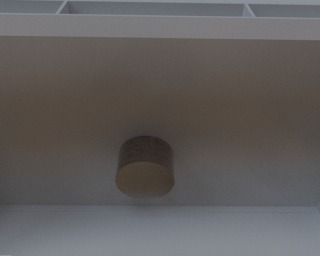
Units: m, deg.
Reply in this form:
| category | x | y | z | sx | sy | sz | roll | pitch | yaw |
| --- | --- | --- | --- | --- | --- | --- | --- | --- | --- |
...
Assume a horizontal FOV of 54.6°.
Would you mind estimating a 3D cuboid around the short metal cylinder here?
| category | x | y | z | sx | sy | sz | roll | pitch | yaw |
| --- | --- | --- | --- | --- | --- | --- | --- | --- | --- |
| short metal cylinder | -0.021 | 0.057 | 0.441 | 0.080 | 0.050 | 0.080 | 0 | 130 | 0 |
